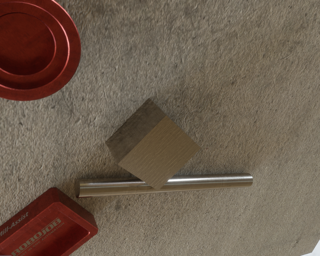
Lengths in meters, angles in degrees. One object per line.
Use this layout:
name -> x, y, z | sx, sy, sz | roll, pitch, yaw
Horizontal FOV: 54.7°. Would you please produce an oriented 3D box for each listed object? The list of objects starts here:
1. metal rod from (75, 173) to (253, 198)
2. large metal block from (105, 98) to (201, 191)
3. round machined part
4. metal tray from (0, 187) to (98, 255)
metal rod -> 0.025, 0.085, 0.472 | 0.302, 0.025, 0.025 | 3, 117, -30
large metal block -> -0.008, 0.022, 0.400 | 0.080, 0.050, 0.080 | -45, 129, 3
round machined part -> -0.125, -0.077, 0.280 | 0.099, 0.042, 0.097 | -14, 124, -21
metal tray -> -0.160, 0.147, 0.407 | 0.130, 0.030, 0.090 | -38, 129, -3
